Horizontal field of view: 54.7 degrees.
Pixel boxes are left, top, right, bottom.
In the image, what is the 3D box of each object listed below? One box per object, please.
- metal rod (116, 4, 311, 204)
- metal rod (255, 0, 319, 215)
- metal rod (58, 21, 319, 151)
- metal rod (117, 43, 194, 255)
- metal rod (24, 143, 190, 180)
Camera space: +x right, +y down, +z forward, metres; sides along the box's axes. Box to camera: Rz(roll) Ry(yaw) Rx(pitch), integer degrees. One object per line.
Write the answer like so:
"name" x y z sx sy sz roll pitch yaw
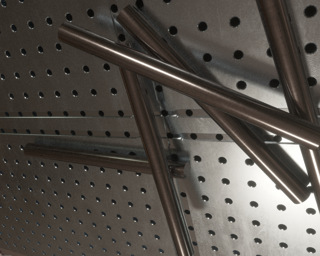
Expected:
"metal rod" 0.065 -0.024 0.361 0.300 0.025 0.025 45 129 -4
"metal rod" 0.144 -0.027 0.318 0.025 0.025 0.299 -12 113 33
"metal rod" 0.022 -0.051 0.333 0.301 0.025 0.025 25 127 12
"metal rod" -0.004 0.040 0.408 0.025 0.025 0.298 -8 106 31
"metal rod" -0.098 0.049 0.490 0.301 0.025 0.025 4 120 25
